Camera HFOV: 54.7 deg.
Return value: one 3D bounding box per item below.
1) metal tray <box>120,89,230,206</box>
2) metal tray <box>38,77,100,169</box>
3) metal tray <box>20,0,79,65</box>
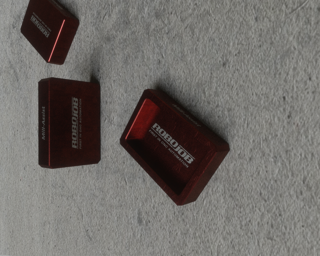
[{"bbox_3d":[0.012,0.021,0.391,0.130,0.030,0.089,43,116,31],"label":"metal tray"},{"bbox_3d":[-0.137,-0.007,0.475,0.030,0.091,0.129,0,90,40],"label":"metal tray"},{"bbox_3d":[-0.207,-0.188,0.573,0.130,0.030,0.089,45,117,30],"label":"metal tray"}]
